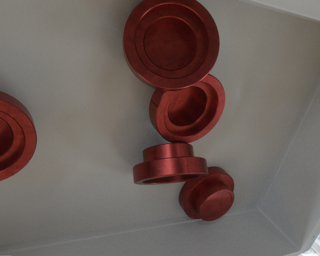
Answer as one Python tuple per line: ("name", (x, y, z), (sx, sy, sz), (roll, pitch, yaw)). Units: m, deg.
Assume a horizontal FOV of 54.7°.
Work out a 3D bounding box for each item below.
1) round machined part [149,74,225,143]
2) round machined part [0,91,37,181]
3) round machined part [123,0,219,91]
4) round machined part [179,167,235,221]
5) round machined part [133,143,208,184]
("round machined part", (0.030, -0.031, 0.397), (0.099, 0.042, 0.097), (-14, 125, -21))
("round machined part", (-0.176, 0.005, 0.305), (0.099, 0.042, 0.097), (-14, 125, -21))
("round machined part", (0.010, -0.088, 0.331), (0.099, 0.042, 0.097), (0, 90, -9))
("round machined part", (0.085, 0.116, 0.518), (0.099, 0.042, 0.097), (-14, 125, -21))
("round machined part", (0.013, 0.048, 0.414), (0.099, 0.042, 0.098), (-6, 164, -1))
